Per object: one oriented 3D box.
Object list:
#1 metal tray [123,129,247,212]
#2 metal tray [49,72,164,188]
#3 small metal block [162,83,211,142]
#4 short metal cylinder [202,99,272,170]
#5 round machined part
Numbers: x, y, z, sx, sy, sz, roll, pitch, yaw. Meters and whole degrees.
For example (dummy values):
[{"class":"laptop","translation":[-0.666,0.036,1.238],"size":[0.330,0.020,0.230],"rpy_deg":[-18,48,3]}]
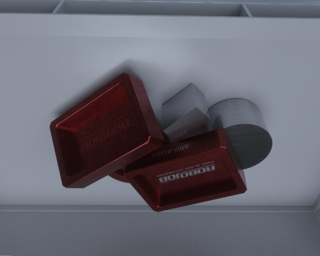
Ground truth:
[{"class":"metal tray","translation":[0.032,0.058,0.391],"size":[0.130,0.030,0.090],"rpy_deg":[-18,128,20]},{"class":"metal tray","translation":[-0.068,0.006,0.366],"size":[0.130,0.090,0.030],"rpy_deg":[-30,156,22]},{"class":"small metal block","translation":[0.030,-0.019,0.374],"size":[0.050,0.050,0.025],"rpy_deg":[-36,122,24]},{"class":"short metal cylinder","translation":[0.097,0.009,0.399],"size":[0.081,0.050,0.079],"rpy_deg":[0,130,0]},{"class":"round machined part","translation":[-0.033,0.029,0.421],"size":[0.099,0.042,0.097],"rpy_deg":[-1,130,0]}]
